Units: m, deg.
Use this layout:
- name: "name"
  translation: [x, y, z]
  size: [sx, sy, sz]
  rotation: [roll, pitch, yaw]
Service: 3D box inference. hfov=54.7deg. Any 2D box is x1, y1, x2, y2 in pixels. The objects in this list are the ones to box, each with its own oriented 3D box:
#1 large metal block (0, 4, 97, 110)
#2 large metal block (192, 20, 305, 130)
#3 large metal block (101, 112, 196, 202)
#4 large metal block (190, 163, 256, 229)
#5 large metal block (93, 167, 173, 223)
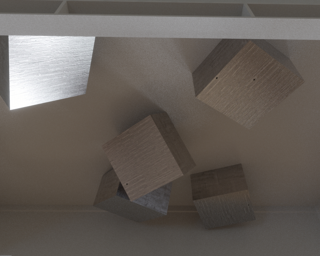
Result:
- name: "large metal block"
  translation: [-0.116, -0.072, 0.304]
  size: [0.081, 0.050, 0.079]
  rotation: [-19, 144, -39]
- name: "large metal block"
  translation: [0.094, -0.056, 0.345]
  size: [0.080, 0.050, 0.080]
  rotation: [28, 125, -22]
- name: "large metal block"
  translation: [-0.014, 0.035, 0.397]
  size: [0.080, 0.050, 0.080]
  rotation: [-31, 84, 23]
- name: "large metal block"
  translation: [0.099, 0.108, 0.486]
  size: [0.080, 0.050, 0.080]
  rotation: [-14, 129, 12]
- name: "large metal block"
  translation: [-0.041, 0.098, 0.460]
  size: [0.080, 0.050, 0.080]
  rotation: [28, 145, -22]
